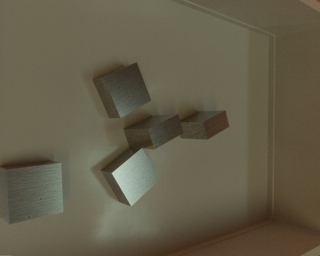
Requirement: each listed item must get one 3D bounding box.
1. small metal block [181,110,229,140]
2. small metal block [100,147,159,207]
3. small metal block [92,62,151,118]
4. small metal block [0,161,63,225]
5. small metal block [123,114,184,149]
[{"bbox_3d":[0.062,-0.005,0.445,0.050,0.050,0.025,-26,107,-37],"label":"small metal block"},{"bbox_3d":[-0.036,0.058,0.379,0.050,0.025,0.050,-40,115,-33],"label":"small metal block"},{"bbox_3d":[-0.044,-0.045,0.371,0.050,0.025,0.050,-33,111,-35],"label":"small metal block"},{"bbox_3d":[-0.125,0.061,0.303,0.050,0.025,0.050,-3,92,-40],"label":"small metal block"},{"bbox_3d":[-0.008,0.004,0.385,0.050,0.050,0.025,-27,107,-37],"label":"small metal block"}]
